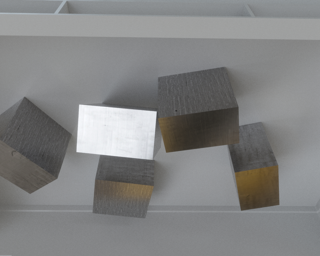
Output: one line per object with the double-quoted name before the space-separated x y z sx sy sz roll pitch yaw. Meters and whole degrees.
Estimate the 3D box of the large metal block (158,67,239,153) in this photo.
"large metal block" 0.042 -0.022 0.354 0.080 0.080 0.050 -8 130 6

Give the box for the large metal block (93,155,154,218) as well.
"large metal block" -0.055 0.088 0.467 0.081 0.050 0.079 8 130 -7

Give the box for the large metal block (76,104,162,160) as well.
"large metal block" -0.041 0.000 0.357 0.080 0.080 0.050 5 96 5

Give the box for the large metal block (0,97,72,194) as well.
"large metal block" -0.167 0.022 0.390 0.050 0.080 0.080 -29 124 22

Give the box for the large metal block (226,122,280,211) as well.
"large metal block" 0.123 0.051 0.418 0.050 0.080 0.080 -12 129 9
